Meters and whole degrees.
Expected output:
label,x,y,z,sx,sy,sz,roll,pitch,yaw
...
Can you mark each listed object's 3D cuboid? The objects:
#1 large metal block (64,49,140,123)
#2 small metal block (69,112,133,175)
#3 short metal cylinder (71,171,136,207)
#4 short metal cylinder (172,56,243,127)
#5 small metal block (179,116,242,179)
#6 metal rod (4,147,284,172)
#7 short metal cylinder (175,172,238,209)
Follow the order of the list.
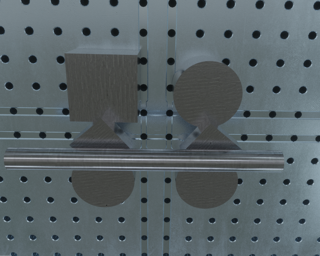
label,x,y,z,sx,sy,sz,roll,pitch,yaw
large metal block,-0.066,-0.053,0.379,0.081,0.050,0.079,1,110,-1
small metal block,-0.068,0.018,0.366,0.050,0.025,0.050,-38,106,13
short metal cylinder,-0.073,0.059,0.420,0.081,0.050,0.079,0,110,0
short metal cylinder,0.056,-0.046,0.383,0.081,0.050,0.079,0,110,0
small metal block,0.059,0.023,0.369,0.050,0.025,0.050,39,105,-13
metal rod,-0.016,0.036,0.346,0.302,0.025,0.025,1,110,-1
short metal cylinder,0.061,0.062,0.423,0.081,0.050,0.079,0,110,0
